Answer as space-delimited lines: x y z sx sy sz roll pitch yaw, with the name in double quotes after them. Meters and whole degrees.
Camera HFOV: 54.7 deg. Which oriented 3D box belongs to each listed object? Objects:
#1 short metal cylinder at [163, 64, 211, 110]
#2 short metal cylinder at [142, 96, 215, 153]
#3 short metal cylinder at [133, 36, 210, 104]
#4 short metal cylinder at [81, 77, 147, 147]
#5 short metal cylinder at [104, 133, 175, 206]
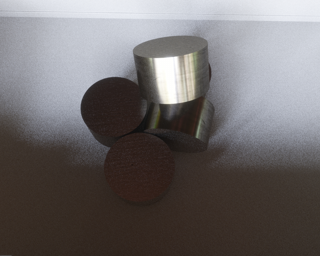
0.025 -0.063 0.418 0.081 0.050 0.080 0 70 0 "short metal cylinder"
0.023 -0.006 0.382 0.080 0.080 0.050 13 71 4 "short metal cylinder"
0.014 -0.067 0.345 0.080 0.050 0.080 -6 30 4 "short metal cylinder"
-0.056 -0.019 0.400 0.081 0.050 0.080 0 70 0 "short metal cylinder"
-0.023 0.051 0.375 0.081 0.050 0.080 0 70 0 "short metal cylinder"
